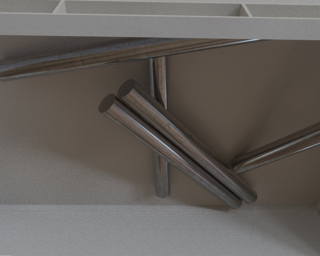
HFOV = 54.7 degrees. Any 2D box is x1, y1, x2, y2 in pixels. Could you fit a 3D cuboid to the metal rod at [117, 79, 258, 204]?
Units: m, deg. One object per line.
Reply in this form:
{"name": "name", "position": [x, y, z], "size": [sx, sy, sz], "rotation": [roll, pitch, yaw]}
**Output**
{"name": "metal rod", "position": [0.056, 0.035, 0.418], "size": [0.025, 0.025, 0.301], "rotation": [-31, 131, 23]}

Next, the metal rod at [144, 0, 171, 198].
{"name": "metal rod", "position": [0.001, -0.011, 0.399], "size": [0.025, 0.025, 0.298], "rotation": [-1, 130, 1]}

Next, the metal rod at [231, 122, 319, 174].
{"name": "metal rod", "position": [0.192, 0.001, 0.346], "size": [0.025, 0.025, 0.299], "rotation": [26, 146, -21]}

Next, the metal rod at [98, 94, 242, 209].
{"name": "metal rod", "position": [0.034, 0.049, 0.425], "size": [0.025, 0.025, 0.301], "rotation": [-31, 132, 23]}

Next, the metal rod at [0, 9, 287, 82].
{"name": "metal rod", "position": [-0.035, -0.079, 0.313], "size": [0.301, 0.025, 0.025], "rotation": [-5, 131, 15]}
